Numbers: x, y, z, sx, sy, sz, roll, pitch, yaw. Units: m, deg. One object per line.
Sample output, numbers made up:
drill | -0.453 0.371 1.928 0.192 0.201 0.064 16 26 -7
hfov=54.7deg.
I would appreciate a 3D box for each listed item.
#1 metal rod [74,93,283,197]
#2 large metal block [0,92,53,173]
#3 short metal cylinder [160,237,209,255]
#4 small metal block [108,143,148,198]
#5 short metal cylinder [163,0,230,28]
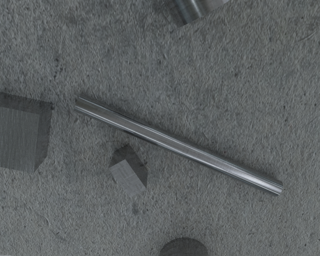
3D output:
metal rod | 0.031 0.027 0.419 0.301 0.025 0.025 24 108 -9
large metal block | -0.189 0.004 0.396 0.081 0.050 0.079 12 110 -5
short metal cylinder | 0.039 0.218 0.477 0.081 0.050 0.079 0 110 0
small metal block | -0.041 0.056 0.417 0.025 0.050 0.050 -29 108 10
short metal cylinder | 0.042 -0.149 0.326 0.080 0.080 0.050 -28 108 9
